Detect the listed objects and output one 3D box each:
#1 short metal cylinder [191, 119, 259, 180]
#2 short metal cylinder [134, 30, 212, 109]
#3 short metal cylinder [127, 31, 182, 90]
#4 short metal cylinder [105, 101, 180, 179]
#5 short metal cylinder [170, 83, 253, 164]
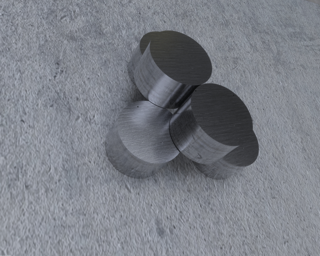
[{"bbox_3d":[0.085,0.024,0.419,0.081,0.050,0.080,14,56,-21],"label":"short metal cylinder"},{"bbox_3d":[0.015,-0.070,0.375,0.081,0.050,0.080,13,56,-20],"label":"short metal cylinder"},{"bbox_3d":[-0.001,-0.091,0.444,0.081,0.050,0.080,14,56,-21],"label":"short metal cylinder"},{"bbox_3d":[-0.020,0.015,0.369,0.081,0.050,0.080,14,56,-21],"label":"short metal cylinder"},{"bbox_3d":[0.058,-0.005,0.358,0.081,0.050,0.080,14,56,-21],"label":"short metal cylinder"}]
